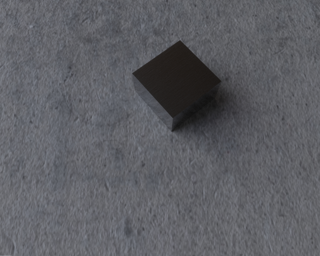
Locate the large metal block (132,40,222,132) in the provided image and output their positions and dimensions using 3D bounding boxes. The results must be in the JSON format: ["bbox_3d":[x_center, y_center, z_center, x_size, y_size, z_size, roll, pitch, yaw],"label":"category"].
[{"bbox_3d":[0.021,-0.056,0.416,0.080,0.050,0.080,-38,75,-13],"label":"large metal block"}]
